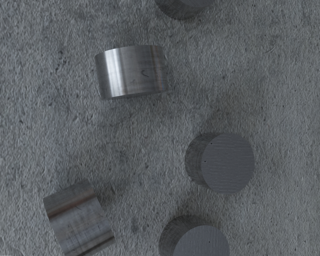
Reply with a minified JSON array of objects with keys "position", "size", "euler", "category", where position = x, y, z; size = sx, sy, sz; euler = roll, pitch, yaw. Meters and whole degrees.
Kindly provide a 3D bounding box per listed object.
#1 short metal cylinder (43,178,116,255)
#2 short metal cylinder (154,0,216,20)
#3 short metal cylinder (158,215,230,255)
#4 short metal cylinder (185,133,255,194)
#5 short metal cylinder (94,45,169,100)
[{"position":[-0.090,0.103,0.347],"size":[0.050,0.080,0.080],"euler":[-24,98,-18],"category":"short metal cylinder"},{"position":[0.035,-0.190,0.408],"size":[0.081,0.050,0.080],"euler":[0,90,-20],"category":"short metal cylinder"},{"position":[0.044,0.162,0.412],"size":[0.081,0.050,0.080],"euler":[0,90,-20],"category":"short metal cylinder"},{"position":[0.081,0.046,0.425],"size":[0.081,0.050,0.080],"euler":[0,90,-20],"category":"short metal cylinder"},{"position":[-0.033,-0.063,0.367],"size":[0.081,0.080,0.050],"euler":[-10,94,-20],"category":"short metal cylinder"}]
